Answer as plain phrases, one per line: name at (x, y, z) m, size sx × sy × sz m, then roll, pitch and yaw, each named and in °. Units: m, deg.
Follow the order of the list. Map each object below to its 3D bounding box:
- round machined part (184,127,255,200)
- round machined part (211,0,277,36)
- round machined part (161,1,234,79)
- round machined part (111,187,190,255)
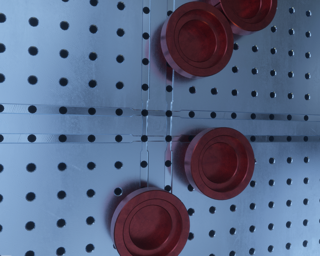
round machined part at (0.078, 0.047, 0.432) m, size 0.099 × 0.042 × 0.097 m, roll 0°, pitch 90°, yaw -20°
round machined part at (0.115, -0.181, 0.444) m, size 0.099 × 0.042 × 0.097 m, roll 0°, pitch 89°, yaw -21°
round machined part at (0.047, -0.115, 0.420) m, size 0.099 × 0.042 × 0.097 m, roll 0°, pitch 90°, yaw -20°
round machined part at (-0.015, 0.124, 0.398) m, size 0.099 × 0.042 × 0.097 m, roll 0°, pitch 90°, yaw -20°
